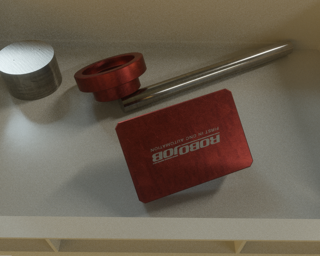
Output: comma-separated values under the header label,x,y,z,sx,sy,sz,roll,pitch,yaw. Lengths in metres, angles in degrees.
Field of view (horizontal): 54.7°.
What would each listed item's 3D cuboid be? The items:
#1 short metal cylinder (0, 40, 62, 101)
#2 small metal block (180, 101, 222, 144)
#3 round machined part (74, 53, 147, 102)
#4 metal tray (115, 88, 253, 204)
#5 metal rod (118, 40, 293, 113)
label,x,y,z,sx,sy,sz,roll,pitch,yaw
short metal cylinder,-0.192,-0.086,0.459,0.081,0.050,0.080,0,50,0
small metal block,0.052,-0.005,0.393,0.050,0.050,0.025,8,51,6
round machined part,-0.066,-0.069,0.434,0.098,0.042,0.098,-14,25,7
metal tray,0.026,0.018,0.343,0.131,0.030,0.090,-18,92,-6
metal rod,0.081,-0.085,0.477,0.302,0.025,0.025,-21,53,-17
